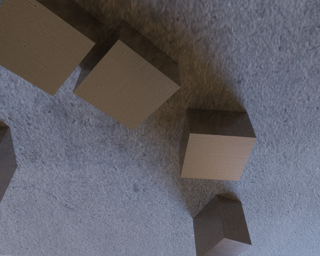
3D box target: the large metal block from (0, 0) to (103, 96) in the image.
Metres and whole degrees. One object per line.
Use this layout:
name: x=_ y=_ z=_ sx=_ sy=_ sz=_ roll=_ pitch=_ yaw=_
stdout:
large metal block: x=-0.117 y=-0.092 z=0.311 sx=0.080 sy=0.050 sz=0.080 roll=34 pitch=122 yaw=-26

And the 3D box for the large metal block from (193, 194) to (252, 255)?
large metal block: x=0.100 y=0.173 z=0.520 sx=0.050 sy=0.080 sz=0.079 roll=20 pitch=127 yaw=-17

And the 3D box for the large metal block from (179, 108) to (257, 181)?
large metal block: x=0.071 y=0.023 z=0.412 sx=0.081 sy=0.050 sz=0.079 roll=4 pitch=130 yaw=-4

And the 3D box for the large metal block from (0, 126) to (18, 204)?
large metal block: x=-0.235 y=0.051 z=0.411 sx=0.050 sy=0.080 sz=0.079 roll=7 pitch=130 yaw=-6

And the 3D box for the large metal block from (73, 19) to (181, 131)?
large metal block: x=-0.035 y=-0.056 z=0.343 sx=0.080 sy=0.050 sz=0.080 roll=34 pitch=122 yaw=-26
